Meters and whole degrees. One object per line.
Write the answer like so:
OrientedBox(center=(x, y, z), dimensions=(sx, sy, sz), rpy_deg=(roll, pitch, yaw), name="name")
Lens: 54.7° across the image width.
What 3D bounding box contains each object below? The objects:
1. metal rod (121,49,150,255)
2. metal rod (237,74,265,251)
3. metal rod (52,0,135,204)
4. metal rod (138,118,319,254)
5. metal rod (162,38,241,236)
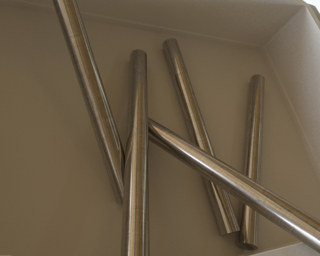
OrientedBox(center=(-0.026, 0.007, 0.355), dimensions=(0.025, 0.025, 0.300), rpy_deg=(16, 45, -20), name="metal rod")
OrientedBox(center=(0.140, 0.029, 0.465), dimensions=(0.025, 0.025, 0.300), rpy_deg=(26, 52, -13), name="metal rod")
OrientedBox(center=(-0.081, -0.063, 0.344), dimensions=(0.025, 0.025, 0.298), rpy_deg=(-17, 89, -35), name="metal rod")
OrientedBox(center=(0.082, 0.059, 0.316), dimensions=(0.025, 0.025, 0.300), rpy_deg=(-27, 45, -37), name="metal rod")
OrientedBox(center=(0.051, -0.004, 0.437), dimensions=(0.025, 0.025, 0.299), rpy_deg=(0, 62, -29), name="metal rod")
